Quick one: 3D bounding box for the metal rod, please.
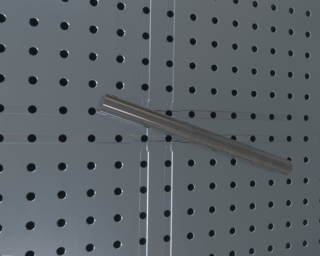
[{"bbox_3d":[0.063,0.015,0.435,0.302,0.025,0.025,19,84,-19],"label":"metal rod"}]
